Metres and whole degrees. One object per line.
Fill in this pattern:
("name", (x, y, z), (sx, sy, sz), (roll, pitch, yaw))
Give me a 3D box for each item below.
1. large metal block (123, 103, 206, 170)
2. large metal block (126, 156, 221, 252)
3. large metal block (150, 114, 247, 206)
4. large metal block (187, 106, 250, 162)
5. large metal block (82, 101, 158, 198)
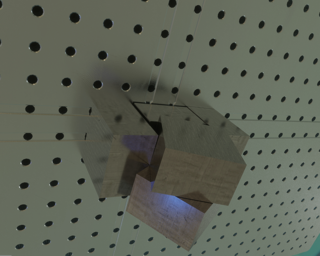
("large metal block", (0.003, 0.017, 0.406), (0.081, 0.050, 0.079), (3, 117, -30))
("large metal block", (0.022, 0.077, 0.350), (0.080, 0.080, 0.050), (-24, 136, -57))
("large metal block", (0.035, 0.032, 0.333), (0.081, 0.080, 0.050), (13, 113, -10))
("large metal block", (0.065, 0.025, 0.428), (0.050, 0.080, 0.079), (4, 117, -31))
("large metal block", (-0.051, 0.023, 0.363), (0.050, 0.080, 0.079), (2, 118, -30))
